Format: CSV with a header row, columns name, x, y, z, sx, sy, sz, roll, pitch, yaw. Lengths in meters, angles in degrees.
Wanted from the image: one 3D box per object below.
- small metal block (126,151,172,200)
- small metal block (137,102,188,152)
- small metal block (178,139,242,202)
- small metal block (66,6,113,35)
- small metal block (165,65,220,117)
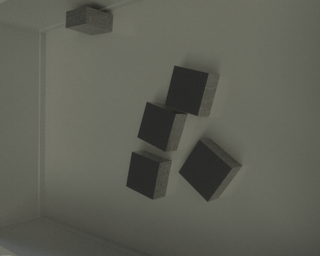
name,x,y,z,sx,sy,sz,roll,pitch,yaw
small metal block,-0.015,0.062,0.418,0.050,0.025,0.050,17,101,38
small metal block,0.003,-0.002,0.403,0.050,0.025,0.050,25,106,37
small metal block,0.057,0.048,0.358,0.050,0.025,0.050,44,116,31
small metal block,-0.109,-0.164,0.478,0.050,0.050,0.025,6,94,39
small metal block,0.038,-0.045,0.374,0.050,0.025,0.050,22,104,37
